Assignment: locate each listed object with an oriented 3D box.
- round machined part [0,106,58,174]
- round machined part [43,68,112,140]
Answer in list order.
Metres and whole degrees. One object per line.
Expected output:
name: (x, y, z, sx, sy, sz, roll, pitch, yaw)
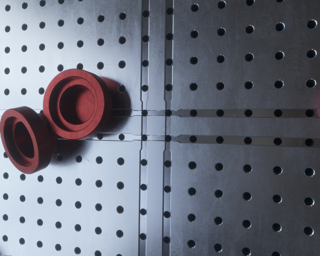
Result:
round machined part: (-0.189, 0.015, 0.457, 0.098, 0.042, 0.097, 13, 112, 34)
round machined part: (-0.112, -0.032, 0.441, 0.098, 0.042, 0.097, 0, 89, 18)
